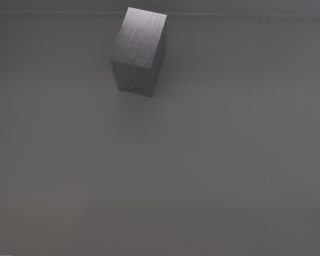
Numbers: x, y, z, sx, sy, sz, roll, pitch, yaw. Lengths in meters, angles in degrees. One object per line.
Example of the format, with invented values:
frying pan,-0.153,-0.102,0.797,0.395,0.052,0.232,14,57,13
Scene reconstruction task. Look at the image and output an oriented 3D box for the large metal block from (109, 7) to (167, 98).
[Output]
large metal block,-0.025,-0.098,0.416,0.050,0.080,0.080,14,71,5
